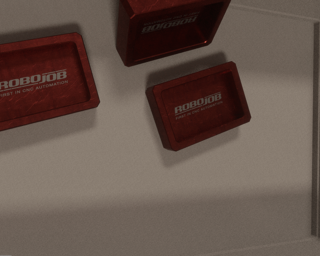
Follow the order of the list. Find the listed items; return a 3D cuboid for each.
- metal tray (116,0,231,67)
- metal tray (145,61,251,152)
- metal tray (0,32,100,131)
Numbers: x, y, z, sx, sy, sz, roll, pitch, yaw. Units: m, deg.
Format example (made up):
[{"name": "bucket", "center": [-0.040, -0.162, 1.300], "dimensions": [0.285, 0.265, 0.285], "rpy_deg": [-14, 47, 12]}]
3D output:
[{"name": "metal tray", "center": [0.015, -0.128, 0.380], "dimensions": [0.131, 0.090, 0.030], "rpy_deg": [-20, 69, -19]}, {"name": "metal tray", "center": [0.055, -0.031, 0.429], "dimensions": [0.131, 0.030, 0.090], "rpy_deg": [-20, 97, -19]}, {"name": "metal tray", "center": [-0.145, -0.052, 0.354], "dimensions": [0.131, 0.030, 0.089], "rpy_deg": [-16, 96, -20]}]
